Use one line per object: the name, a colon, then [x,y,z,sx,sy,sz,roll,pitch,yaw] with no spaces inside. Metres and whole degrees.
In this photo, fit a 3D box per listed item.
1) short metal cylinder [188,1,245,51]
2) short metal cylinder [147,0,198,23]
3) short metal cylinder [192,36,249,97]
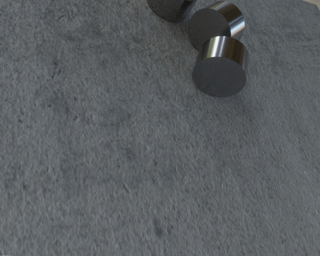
short metal cylinder: [0.095,-0.168,0.525,0.080,0.080,0.050,47,51,4]
short metal cylinder: [0.023,-0.233,0.545,0.081,0.050,0.080,14,56,-21]
short metal cylinder: [0.094,-0.093,0.478,0.080,0.080,0.050,27,52,-12]
